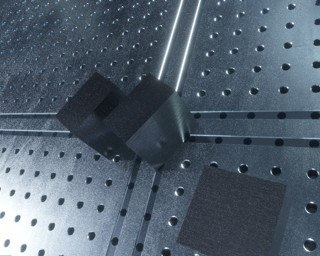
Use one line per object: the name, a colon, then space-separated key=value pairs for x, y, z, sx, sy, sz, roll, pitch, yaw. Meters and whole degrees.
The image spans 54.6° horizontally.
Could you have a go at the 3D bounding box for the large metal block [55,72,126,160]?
large metal block: x=-0.079 y=-0.015 z=0.425 sx=0.080 sy=0.080 sz=0.050 roll=-49 pitch=51 yaw=-6

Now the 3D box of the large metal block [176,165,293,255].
large metal block: x=0.074 y=0.090 z=0.299 sx=0.080 sy=0.050 sz=0.080 roll=11 pitch=67 yaw=33

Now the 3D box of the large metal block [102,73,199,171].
large metal block: x=-0.008 y=-0.006 z=0.382 sx=0.080 sy=0.080 sz=0.050 roll=-47 pitch=51 yaw=-5
